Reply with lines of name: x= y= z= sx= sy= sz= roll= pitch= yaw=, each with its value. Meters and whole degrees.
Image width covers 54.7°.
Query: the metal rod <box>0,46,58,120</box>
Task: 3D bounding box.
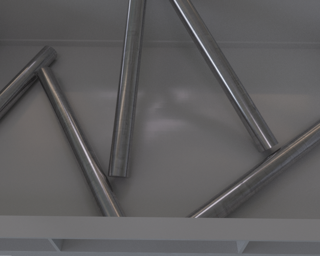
metal rod: x=-0.229 y=-0.016 z=0.416 sx=0.025 sy=0.025 sz=0.301 roll=15 pitch=51 yaw=12

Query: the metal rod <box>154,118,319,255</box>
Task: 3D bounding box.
metal rod: x=0.123 y=0.051 z=0.362 sx=0.302 sy=0.025 sz=0.025 roll=-29 pitch=56 yaw=-23

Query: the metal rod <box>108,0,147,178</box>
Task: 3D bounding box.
metal rod: x=-0.037 y=-0.086 z=0.400 sx=0.025 sy=0.025 sz=0.299 roll=4 pitch=74 yaw=3

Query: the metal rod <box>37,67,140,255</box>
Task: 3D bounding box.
metal rod: x=-0.103 y=0.018 z=0.388 sx=0.025 sy=0.025 sz=0.300 roll=-23 pitch=54 yaw=-18

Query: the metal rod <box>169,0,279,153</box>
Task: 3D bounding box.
metal rod: x=0.067 y=-0.104 z=0.414 sx=0.025 sy=0.025 sz=0.299 roll=-25 pitch=79 yaw=-19
